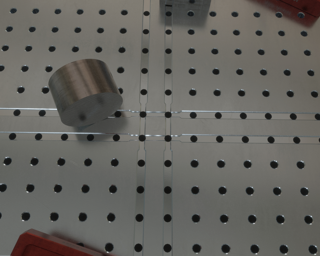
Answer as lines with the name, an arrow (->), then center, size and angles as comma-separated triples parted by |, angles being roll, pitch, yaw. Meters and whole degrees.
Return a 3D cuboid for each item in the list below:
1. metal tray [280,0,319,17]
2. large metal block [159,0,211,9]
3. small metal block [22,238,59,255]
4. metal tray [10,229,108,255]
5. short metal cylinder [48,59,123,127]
metal tray -> 0.221, -0.247, 0.501 | 0.130, 0.030, 0.090 | 30, 72, 10
large metal block -> 0.044, -0.241, 0.487 | 0.080, 0.050, 0.080 | 6, 70, 2
small metal block -> -0.143, 0.161, 0.351 | 0.050, 0.025, 0.050 | 34, 73, 11
metal tray -> -0.099, 0.172, 0.324 | 0.131, 0.030, 0.090 | 24, 75, -8
short metal cylinder -> -0.095, -0.043, 0.397 | 0.080, 0.080, 0.050 | -23, 72, -8
